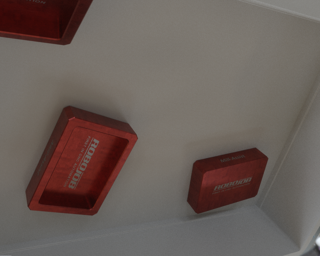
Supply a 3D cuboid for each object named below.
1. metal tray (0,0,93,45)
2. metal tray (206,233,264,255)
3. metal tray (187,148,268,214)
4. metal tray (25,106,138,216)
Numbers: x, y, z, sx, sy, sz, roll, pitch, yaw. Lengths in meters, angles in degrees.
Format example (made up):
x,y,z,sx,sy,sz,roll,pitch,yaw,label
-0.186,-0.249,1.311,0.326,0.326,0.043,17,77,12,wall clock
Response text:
x,y,z,sx,sy,sz,roll,pitch,yaw,label
-0.126,-0.104,0.235,0.131,0.090,0.030,0,78,-29,metal tray
0.161,0.292,0.679,0.131,0.030,0.089,-16,125,-20,metal tray
0.115,0.088,0.525,0.131,0.030,0.089,-9,123,-24,metal tray
-0.096,0.046,0.381,0.091,0.030,0.129,18,109,-36,metal tray
